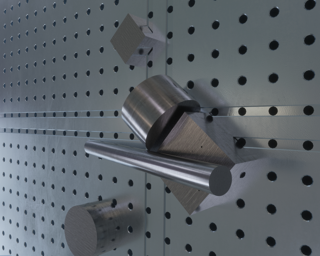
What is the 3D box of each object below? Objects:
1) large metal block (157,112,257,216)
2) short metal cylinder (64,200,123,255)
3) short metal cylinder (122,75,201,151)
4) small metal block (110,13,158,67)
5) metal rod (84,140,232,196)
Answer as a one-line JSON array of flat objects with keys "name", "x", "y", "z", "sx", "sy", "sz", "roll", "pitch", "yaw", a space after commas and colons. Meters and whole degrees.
[{"name": "large metal block", "x": 0.046, "y": 0.038, "z": 0.355, "sx": 0.080, "sy": 0.050, "sz": 0.080, "roll": 49, "pitch": 119, "yaw": 28}, {"name": "short metal cylinder", "x": -0.103, "y": 0.155, "z": 0.478, "sx": 0.080, "sy": 0.050, "sz": 0.079, "roll": 0, "pitch": 90, "yaw": 40}, {"name": "short metal cylinder", "x": 0.002, "y": -0.017, "z": 0.372, "sx": 0.050, "sy": 0.081, "sz": 0.080, "roll": 48, "pitch": 118, "yaw": 29}, {"name": "small metal block", "x": -0.038, "y": -0.125, "z": 0.441, "sx": 0.050, "sy": 0.025, "sz": 0.050, "roll": -48, "pitch": 62, "yaw": 29}, {"name": "metal rod", "x": -0.031, "y": 0.037, "z": 0.376, "sx": 0.299, "sy": 0.025, "sz": 0.025, "roll": 4, "pitch": 93, "yaw": 58}]
